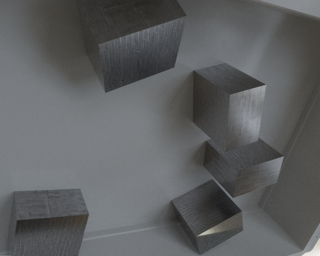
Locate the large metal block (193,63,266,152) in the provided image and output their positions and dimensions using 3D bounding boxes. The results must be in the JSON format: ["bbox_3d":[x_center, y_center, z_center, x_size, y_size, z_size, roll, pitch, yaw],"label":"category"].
[{"bbox_3d":[0.085,-0.029,0.401,0.050,0.080,0.079,-16,125,-19],"label":"large metal block"}]

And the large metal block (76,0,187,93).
[{"bbox_3d":[-0.028,-0.087,0.300,0.081,0.050,0.080,-23,162,-14],"label":"large metal block"}]

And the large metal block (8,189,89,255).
[{"bbox_3d":[-0.143,0.126,0.392,0.081,0.050,0.079,4,116,-31],"label":"large metal block"}]

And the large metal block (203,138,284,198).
[{"bbox_3d":[0.124,0.051,0.472,0.081,0.080,0.050,-13,124,-21],"label":"large metal block"}]

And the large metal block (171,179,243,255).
[{"bbox_3d":[0.076,0.141,0.502,0.081,0.080,0.050,-24,127,-14],"label":"large metal block"}]
